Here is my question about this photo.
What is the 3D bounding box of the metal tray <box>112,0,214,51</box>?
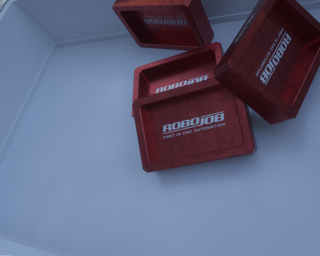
[{"bbox_3d":[0.005,-0.157,0.457,0.130,0.090,0.030,14,69,33],"label":"metal tray"}]

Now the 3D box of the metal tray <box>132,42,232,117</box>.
[{"bbox_3d":[0.027,-0.058,0.423,0.130,0.030,0.090,-13,56,20],"label":"metal tray"}]

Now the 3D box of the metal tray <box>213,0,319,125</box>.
[{"bbox_3d":[0.126,-0.080,0.337,0.130,0.090,0.030,-56,10,-22],"label":"metal tray"}]

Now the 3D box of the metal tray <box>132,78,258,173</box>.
[{"bbox_3d":[0.037,-0.003,0.362,0.130,0.030,0.090,-13,80,20],"label":"metal tray"}]
